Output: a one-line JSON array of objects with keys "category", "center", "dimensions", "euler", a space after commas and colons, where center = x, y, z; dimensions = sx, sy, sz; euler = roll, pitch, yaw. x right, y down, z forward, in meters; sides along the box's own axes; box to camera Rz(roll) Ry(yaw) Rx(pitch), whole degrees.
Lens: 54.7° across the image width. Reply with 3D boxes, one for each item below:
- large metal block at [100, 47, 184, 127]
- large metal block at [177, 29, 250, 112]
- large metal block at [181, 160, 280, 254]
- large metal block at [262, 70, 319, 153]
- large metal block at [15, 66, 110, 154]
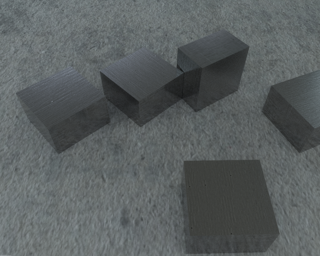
[{"category": "large metal block", "center": [-0.025, -0.060, 0.437], "dimensions": [0.080, 0.050, 0.080], "euler": [-36, 59, -27]}, {"category": "large metal block", "center": [0.070, -0.081, 0.436], "dimensions": [0.081, 0.080, 0.050], "euler": [-28, 56, -22]}, {"category": "large metal block", "center": [0.066, 0.080, 0.320], "dimensions": [0.081, 0.050, 0.080], "euler": [-1, 50, -1]}, {"category": "large metal block", "center": [0.198, -0.024, 0.410], "dimensions": [0.081, 0.050, 0.080], "euler": [-19, 53, -16]}, {"category": "large metal block", "center": [-0.125, -0.026, 0.407], "dimensions": [0.080, 0.050, 0.080], "euler": [-35, 59, -26]}]
